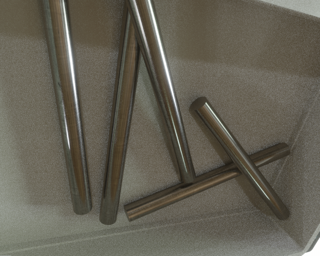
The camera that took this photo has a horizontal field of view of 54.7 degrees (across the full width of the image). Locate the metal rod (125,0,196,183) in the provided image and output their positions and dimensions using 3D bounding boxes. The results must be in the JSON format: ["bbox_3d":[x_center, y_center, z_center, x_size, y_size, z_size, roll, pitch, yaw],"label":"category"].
[{"bbox_3d":[0.010,-0.029,0.376,0.025,0.025,0.299,-28,134,-11],"label":"metal rod"}]

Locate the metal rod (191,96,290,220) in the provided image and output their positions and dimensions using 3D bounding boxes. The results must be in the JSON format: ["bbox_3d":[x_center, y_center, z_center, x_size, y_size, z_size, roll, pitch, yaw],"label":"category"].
[{"bbox_3d":[0.139,0.062,0.493,0.025,0.025,0.300,-42,120,0],"label":"metal rod"}]

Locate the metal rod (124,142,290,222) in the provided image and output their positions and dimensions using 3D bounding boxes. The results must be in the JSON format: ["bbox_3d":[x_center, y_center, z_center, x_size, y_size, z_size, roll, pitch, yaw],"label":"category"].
[{"bbox_3d":[0.087,0.083,0.506,0.302,0.025,0.025,-18,126,-18],"label":"metal rod"}]

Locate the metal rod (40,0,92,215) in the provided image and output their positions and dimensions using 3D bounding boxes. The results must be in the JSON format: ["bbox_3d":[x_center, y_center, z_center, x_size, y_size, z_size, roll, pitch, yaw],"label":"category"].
[{"bbox_3d":[-0.100,-0.020,0.341,0.025,0.025,0.298,-12,124,-22],"label":"metal rod"}]

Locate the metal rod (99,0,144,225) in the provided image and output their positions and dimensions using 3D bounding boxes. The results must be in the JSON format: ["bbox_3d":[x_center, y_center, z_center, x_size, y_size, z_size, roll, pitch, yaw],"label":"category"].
[{"bbox_3d":[-0.049,0.001,0.381,0.025,0.025,0.298,-3,120,-27],"label":"metal rod"}]
